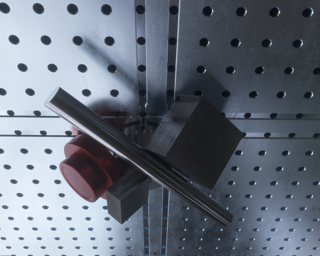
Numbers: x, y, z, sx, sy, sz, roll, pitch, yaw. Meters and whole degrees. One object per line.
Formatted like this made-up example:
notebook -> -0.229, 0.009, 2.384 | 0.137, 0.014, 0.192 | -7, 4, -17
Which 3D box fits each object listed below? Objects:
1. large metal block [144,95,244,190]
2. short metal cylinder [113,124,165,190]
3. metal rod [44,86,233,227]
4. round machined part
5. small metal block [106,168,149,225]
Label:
large metal block -> 0.042, 0.016, 0.376 | 0.080, 0.050, 0.080 | 39, 77, -28
short metal cylinder -> -0.024, 0.041, 0.425 | 0.081, 0.050, 0.079 | 0, 130, 0
metal rod -> -0.006, 0.050, 0.384 | 0.025, 0.025, 0.301 | -36, 122, 26
round machined part -> -0.095, 0.060, 0.412 | 0.098, 0.042, 0.097 | 28, 141, 26
small metal block -> -0.040, 0.086, 0.395 | 0.025, 0.050, 0.050 | 31, 137, 28
